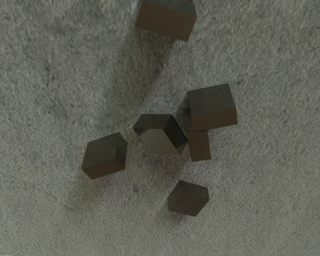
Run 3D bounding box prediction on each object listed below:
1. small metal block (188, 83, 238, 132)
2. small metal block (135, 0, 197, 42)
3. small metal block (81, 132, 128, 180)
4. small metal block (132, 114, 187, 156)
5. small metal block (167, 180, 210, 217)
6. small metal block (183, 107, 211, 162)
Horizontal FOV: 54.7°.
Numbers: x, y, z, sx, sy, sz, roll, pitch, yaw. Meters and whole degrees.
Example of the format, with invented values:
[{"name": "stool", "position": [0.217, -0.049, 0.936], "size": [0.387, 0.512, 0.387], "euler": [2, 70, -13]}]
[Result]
[{"name": "small metal block", "position": [0.062, -0.025, 0.371], "size": [0.050, 0.050, 0.025], "euler": [-10, 130, 8]}, {"name": "small metal block", "position": [0.005, -0.111, 0.296], "size": [0.050, 0.050, 0.025], "euler": [13, 129, -11]}, {"name": "small metal block", "position": [-0.074, 0.037, 0.422], "size": [0.050, 0.050, 0.025], "euler": [-19, 128, 15]}, {"name": "small metal block", "position": [0.001, 0.008, 0.400], "size": [0.050, 0.025, 0.050], "euler": [3, 139, 40]}, {"name": "small metal block", "position": [0.046, 0.116, 0.507], "size": [0.050, 0.025, 0.050], "euler": [17, 128, -15]}, {"name": "small metal block", "position": [0.048, 0.007, 0.398], "size": [0.025, 0.050, 0.050], "euler": [-9, 130, 7]}]
